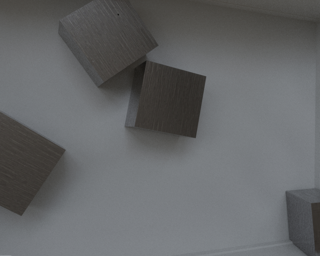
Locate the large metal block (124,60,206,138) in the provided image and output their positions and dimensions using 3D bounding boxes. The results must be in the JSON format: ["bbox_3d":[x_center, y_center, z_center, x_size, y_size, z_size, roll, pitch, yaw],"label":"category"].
[{"bbox_3d":[0.006,-0.034,0.399,0.081,0.050,0.080,11,86,-20],"label":"large metal block"}]

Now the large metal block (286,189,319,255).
[{"bbox_3d":[0.232,0.139,0.459,0.050,0.080,0.080,-5,90,-2],"label":"large metal block"}]

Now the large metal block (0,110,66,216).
[{"bbox_3d":[-0.162,0.036,0.337,0.080,0.050,0.080,34,79,-17],"label":"large metal block"}]

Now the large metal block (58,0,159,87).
[{"bbox_3d":[-0.063,-0.107,0.374,0.080,0.050,0.080,-38,102,-16],"label":"large metal block"}]
